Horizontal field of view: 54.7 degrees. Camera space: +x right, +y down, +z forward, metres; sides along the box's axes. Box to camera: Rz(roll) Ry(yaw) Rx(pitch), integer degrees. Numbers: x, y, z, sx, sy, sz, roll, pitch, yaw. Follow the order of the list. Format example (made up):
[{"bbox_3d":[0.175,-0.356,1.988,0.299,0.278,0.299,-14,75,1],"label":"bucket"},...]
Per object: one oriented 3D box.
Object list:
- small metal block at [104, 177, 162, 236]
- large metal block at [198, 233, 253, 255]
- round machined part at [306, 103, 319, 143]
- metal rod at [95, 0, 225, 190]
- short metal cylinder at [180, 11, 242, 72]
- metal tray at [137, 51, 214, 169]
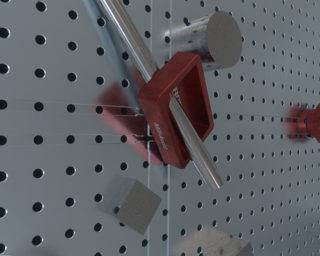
[{"bbox_3d":[-0.032,0.096,0.383,0.050,0.025,0.050,44,63,-31],"label":"small metal block"},{"bbox_3d":[0.104,0.225,0.481,0.081,0.050,0.080,-24,105,-38],"label":"large metal block"},{"bbox_3d":[0.374,-0.011,0.712,0.099,0.042,0.097,0,90,-40],"label":"round machined part"},{"bbox_3d":[0.002,-0.046,0.386,0.025,0.025,0.299,-41,108,-32],"label":"metal rod"},{"bbox_3d":[0.076,-0.125,0.457,0.081,0.050,0.079,0,90,-40],"label":"short metal cylinder"},{"bbox_3d":[0.027,-0.020,0.400,0.090,0.030,0.129,-50,140,-28],"label":"metal tray"}]
